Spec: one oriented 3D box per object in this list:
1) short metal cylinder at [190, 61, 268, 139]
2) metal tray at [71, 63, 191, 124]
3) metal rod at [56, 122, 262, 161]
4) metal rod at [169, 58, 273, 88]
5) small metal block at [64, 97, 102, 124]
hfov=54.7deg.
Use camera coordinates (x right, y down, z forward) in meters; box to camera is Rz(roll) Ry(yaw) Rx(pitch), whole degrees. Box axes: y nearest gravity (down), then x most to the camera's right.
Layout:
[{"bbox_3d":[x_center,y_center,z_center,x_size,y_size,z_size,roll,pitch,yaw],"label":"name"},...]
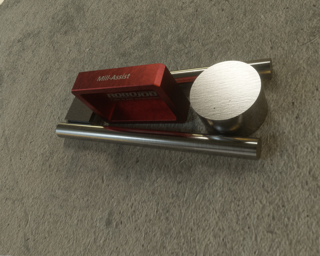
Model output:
[{"bbox_3d":[0.082,-0.032,0.365,0.080,0.050,0.080,-13,56,21],"label":"short metal cylinder"},{"bbox_3d":[-0.037,-0.040,0.406,0.130,0.090,0.030,0,62,28],"label":"metal tray"},{"bbox_3d":[-0.023,0.013,0.410,0.300,0.025,0.025,4,64,30],"label":"metal rod"},{"bbox_3d":[0.002,-0.068,0.446,0.300,0.025,0.025,-2,61,27],"label":"metal rod"},{"bbox_3d":[-0.113,-0.027,0.482,0.050,0.025,0.050,5,64,30],"label":"small metal block"}]
